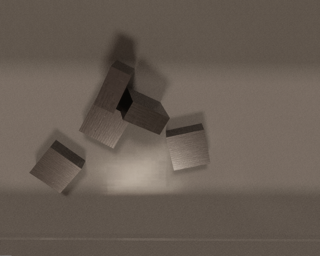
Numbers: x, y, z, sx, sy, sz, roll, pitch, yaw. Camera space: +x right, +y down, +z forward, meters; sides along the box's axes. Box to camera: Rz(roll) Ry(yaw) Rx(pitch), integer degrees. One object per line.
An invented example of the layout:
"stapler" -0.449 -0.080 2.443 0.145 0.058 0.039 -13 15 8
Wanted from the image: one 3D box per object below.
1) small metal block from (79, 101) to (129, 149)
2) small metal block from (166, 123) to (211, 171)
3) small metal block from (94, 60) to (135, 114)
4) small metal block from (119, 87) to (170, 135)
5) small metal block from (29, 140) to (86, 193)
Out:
"small metal block" -0.070 -0.009 0.407 0.050 0.025 0.050 29 107 -11
"small metal block" 0.038 0.026 0.421 0.050 0.025 0.050 -12 110 4
"small metal block" -0.055 -0.052 0.378 0.025 0.050 0.050 25 108 -9
"small metal block" -0.021 -0.022 0.384 0.050 0.050 0.025 23 109 -24
"small metal block" -0.141 0.053 0.429 0.050 0.025 0.050 39 105 -14
